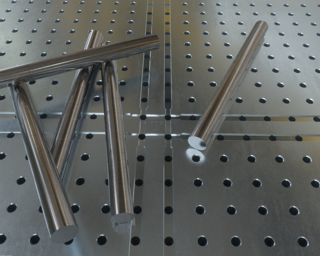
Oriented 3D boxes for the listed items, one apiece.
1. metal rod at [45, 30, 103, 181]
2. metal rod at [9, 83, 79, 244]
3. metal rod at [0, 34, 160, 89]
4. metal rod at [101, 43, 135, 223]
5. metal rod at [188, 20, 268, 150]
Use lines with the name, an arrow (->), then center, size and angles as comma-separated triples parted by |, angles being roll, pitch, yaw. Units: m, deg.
metal rod -> -0.118, -0.045, 0.443 | 0.025, 0.025, 0.300 | 2, 50, 1
metal rod -> -0.154, 0.007, 0.375 | 0.025, 0.025, 0.300 | -22, 46, -18
metal rod -> -0.141, -0.092, 0.444 | 0.302, 0.025, 0.025 | -19, 53, -19
metal rod -> -0.064, -0.018, 0.421 | 0.025, 0.025, 0.300 | -7, 50, -6
metal rod -> 0.116, -0.083, 0.478 | 0.025, 0.025, 0.301 | 22, 53, 17
